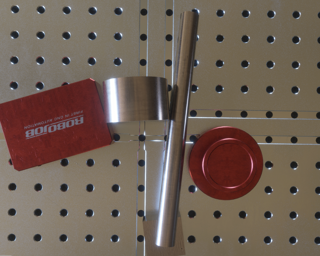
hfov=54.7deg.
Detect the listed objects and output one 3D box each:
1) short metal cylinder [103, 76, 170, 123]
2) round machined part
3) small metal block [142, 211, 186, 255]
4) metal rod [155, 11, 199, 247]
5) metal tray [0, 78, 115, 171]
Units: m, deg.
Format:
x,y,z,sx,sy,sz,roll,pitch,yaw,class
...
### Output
x,y,z,sx,sy,sz,roll,pitch,yaw,class
-0.029,-0.033,0.386,0.081,0.080,0.050,-3,90,-1,short metal cylinder
0.087,0.046,0.406,0.099,0.042,0.097,0,90,-1,round machined part
0.005,0.143,0.414,0.050,0.025,0.050,-7,90,-1,small metal block
0.023,-0.003,0.400,0.025,0.025,0.298,7,85,-1,metal rod
-0.135,-0.004,0.409,0.131,0.030,0.090,-16,90,-1,metal tray
